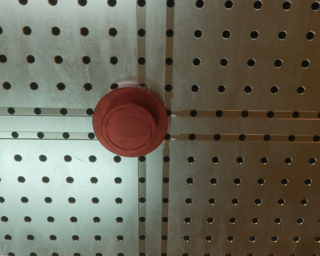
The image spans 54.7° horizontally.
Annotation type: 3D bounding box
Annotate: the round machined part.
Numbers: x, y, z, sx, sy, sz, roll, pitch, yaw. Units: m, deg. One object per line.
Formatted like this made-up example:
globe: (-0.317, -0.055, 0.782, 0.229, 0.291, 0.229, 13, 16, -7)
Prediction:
round machined part: (-0.038, -0.005, 0.402, 0.099, 0.042, 0.097, 0, 110, -1)
